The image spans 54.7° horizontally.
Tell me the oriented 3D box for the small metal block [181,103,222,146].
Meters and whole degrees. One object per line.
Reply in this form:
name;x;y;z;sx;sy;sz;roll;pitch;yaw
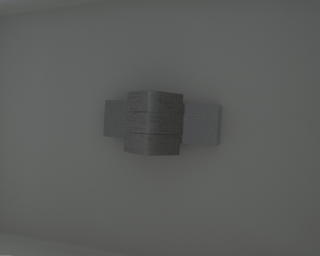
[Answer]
small metal block;0.050;-0.005;0.391;0.050;0.025;0.050;3;91;19

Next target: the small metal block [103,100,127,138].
small metal block;-0.048;-0.012;0.425;0.050;0.025;0.050;4;91;19

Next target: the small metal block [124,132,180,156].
small metal block;-0.010;0.019;0.388;0.050;0.050;0.025;3;91;56

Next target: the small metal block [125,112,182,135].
small metal block;-0.009;-0.006;0.387;0.050;0.050;0.025;3;91;56

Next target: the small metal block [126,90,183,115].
small metal block;-0.007;-0.031;0.386;0.050;0.050;0.025;5;92;56
